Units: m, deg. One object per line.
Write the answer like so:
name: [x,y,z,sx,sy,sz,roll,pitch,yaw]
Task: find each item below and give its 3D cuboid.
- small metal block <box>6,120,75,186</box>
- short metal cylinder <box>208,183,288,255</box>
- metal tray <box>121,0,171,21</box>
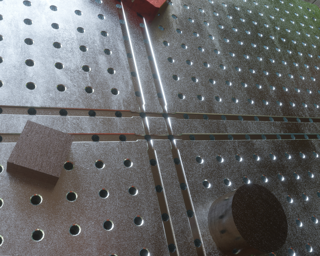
small metal block: [-0.124,0.026,0.325,0.050,0.025,0.050,21,54,-16]
short metal cylinder: [0.107,0.114,0.380,0.081,0.050,0.080,14,56,-21]
metal tray: [-0.044,-0.252,0.535,0.130,0.030,0.090,34,51,-6]
